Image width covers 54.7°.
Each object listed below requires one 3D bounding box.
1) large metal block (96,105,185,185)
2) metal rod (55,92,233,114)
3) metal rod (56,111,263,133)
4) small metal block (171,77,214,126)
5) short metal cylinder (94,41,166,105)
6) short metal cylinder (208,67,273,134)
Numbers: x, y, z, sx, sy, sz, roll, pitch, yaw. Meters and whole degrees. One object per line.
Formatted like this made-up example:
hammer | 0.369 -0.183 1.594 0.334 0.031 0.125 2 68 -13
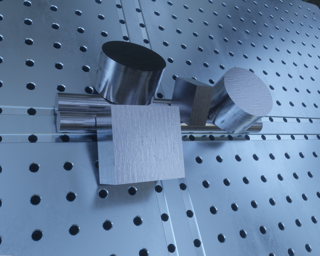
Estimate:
large metal block | -0.023 0.019 0.346 0.081 0.050 0.080 -1 82 -29
metal rod | 0.014 -0.028 0.428 0.303 0.025 0.025 0 62 -28
metal rod | 0.020 -0.006 0.418 0.303 0.025 0.025 0 62 -28
small metal block | 0.039 -0.034 0.393 0.025 0.050 0.050 1 19 -28
short metal cylinder | -0.038 -0.069 0.391 0.081 0.050 0.080 15 33 -9
short metal cylinder | 0.110 -0.039 0.439 0.081 0.050 0.080 14 56 -21
